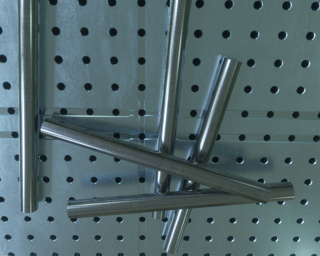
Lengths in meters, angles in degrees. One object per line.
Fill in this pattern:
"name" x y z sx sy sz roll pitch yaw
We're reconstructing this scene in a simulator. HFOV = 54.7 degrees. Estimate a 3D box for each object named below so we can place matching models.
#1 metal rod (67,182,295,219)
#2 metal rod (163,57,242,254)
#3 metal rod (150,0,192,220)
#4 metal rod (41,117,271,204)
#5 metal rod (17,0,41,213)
"metal rod" 0.027 0.098 0.422 0.302 0.025 0.025 -5 110 1
"metal rod" 0.053 0.051 0.432 0.025 0.025 0.298 13 110 -5
"metal rod" 0.011 -0.011 0.409 0.025 0.025 0.298 5 110 -2
"metal rod" -0.008 0.041 0.402 0.302 0.025 0.025 17 109 3
"metal rod" -0.170 -0.021 0.403 0.025 0.025 0.298 7 110 -3
